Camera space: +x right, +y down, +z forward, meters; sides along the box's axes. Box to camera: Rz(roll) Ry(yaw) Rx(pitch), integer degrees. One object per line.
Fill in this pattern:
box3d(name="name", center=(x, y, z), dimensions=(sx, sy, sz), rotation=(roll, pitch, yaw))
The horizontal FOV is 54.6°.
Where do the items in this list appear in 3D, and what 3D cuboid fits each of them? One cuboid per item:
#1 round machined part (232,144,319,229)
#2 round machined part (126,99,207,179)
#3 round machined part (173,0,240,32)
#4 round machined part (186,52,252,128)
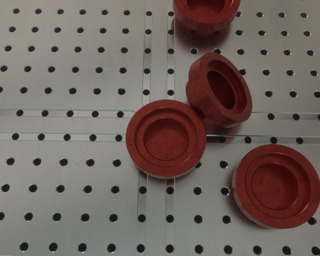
box3d(name="round machined part", center=(0.137, 0.072, 0.377), dimensions=(0.099, 0.042, 0.098), rotation=(0, 70, 0))
box3d(name="round machined part", center=(0.008, 0.016, 0.395), dimensions=(0.098, 0.042, 0.098), rotation=(0, 72, 2))
box3d(name="round machined part", center=(0.068, -0.185, 0.471), dimensions=(0.099, 0.042, 0.098), rotation=(0, 70, 0))
box3d(name="round machined part", center=(0.072, -0.045, 0.402), dimensions=(0.099, 0.042, 0.098), rotation=(22, 54, -33))
